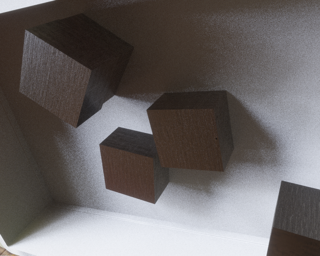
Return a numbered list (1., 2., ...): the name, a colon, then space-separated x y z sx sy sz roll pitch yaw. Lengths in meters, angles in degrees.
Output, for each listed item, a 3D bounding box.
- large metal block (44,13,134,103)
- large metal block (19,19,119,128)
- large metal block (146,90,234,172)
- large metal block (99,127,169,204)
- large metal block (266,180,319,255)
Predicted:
1. large metal block: -0.091 -0.083 0.389 0.080 0.050 0.079 34 129 5
2. large metal block: -0.103 -0.060 0.345 0.080 0.050 0.079 32 129 7
3. large metal block: 0.039 0.003 0.374 0.080 0.050 0.080 1 119 28
4. large metal block: -0.034 0.052 0.443 0.080 0.050 0.079 12 124 21
5. large metal block: 0.172 0.113 0.352 0.080 0.080 0.050 12 123 22
